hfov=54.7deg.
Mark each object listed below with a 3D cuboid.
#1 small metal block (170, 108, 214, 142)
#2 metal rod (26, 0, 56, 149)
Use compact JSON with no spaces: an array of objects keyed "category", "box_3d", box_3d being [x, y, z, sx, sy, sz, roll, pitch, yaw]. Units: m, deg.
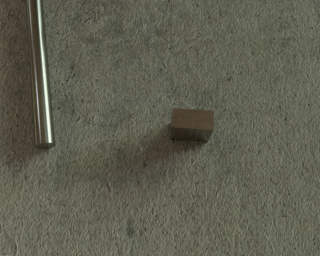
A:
[{"category":"small metal block","box_3d":[0.040,-0.003,0.396,0.050,0.050,0.025,4,70,1]},{"category":"metal rod","box_3d":[-0.177,-0.115,0.448,0.025,0.025,0.299,-11,70,-4]}]
